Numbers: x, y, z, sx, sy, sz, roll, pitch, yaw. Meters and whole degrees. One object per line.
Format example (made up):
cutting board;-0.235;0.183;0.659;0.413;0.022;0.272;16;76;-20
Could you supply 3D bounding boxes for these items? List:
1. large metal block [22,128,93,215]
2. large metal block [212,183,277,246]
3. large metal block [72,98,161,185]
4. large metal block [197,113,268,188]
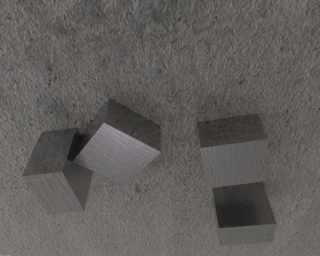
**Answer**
large metal block;-0.132;0.058;0.419;0.050;0.080;0.080;-7;130;6
large metal block;0.127;0.131;0.484;0.080;0.080;0.050;-6;130;5
large metal block;-0.055;0.020;0.407;0.080;0.050;0.080;29;124;-23
large metal block;0.097;0.032;0.419;0.080;0.050;0.080;-8;130;7
